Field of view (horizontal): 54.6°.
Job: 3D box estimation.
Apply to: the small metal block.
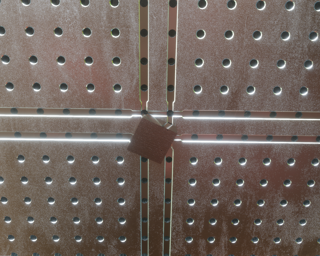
[{"bbox_3d":[-0.011,0.014,0.418,0.050,0.025,0.050,24,108,-9],"label":"small metal block"}]
